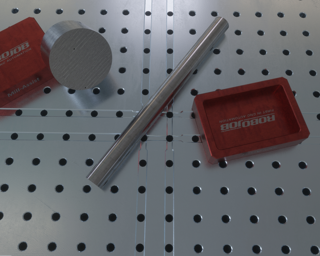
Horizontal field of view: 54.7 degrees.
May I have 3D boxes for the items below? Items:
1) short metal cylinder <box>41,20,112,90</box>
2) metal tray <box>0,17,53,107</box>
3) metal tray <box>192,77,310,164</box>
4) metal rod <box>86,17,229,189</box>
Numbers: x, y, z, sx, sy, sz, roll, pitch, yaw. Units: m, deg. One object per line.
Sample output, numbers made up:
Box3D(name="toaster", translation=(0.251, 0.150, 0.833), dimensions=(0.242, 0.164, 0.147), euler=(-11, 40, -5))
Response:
Box3D(name="short metal cylinder", translation=(-0.110, -0.096, 0.409), dimensions=(0.080, 0.080, 0.050), euler=(-34, 41, -12))
Box3D(name="metal tray", translation=(-0.215, -0.091, 0.441), dimensions=(0.131, 0.030, 0.090), euler=(-33, 74, -12))
Box3D(name="metal tray", translation=(0.118, -0.011, 0.413), dimensions=(0.131, 0.030, 0.090), euler=(-12, 71, -5))
Box3D(name="metal rod", translation=(0.006, -0.045, 0.428), dimensions=(0.025, 0.025, 0.300), euler=(34, 73, 11))
